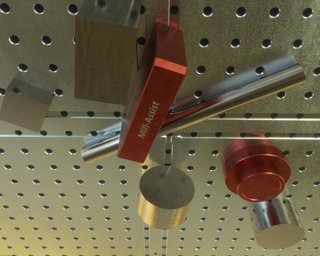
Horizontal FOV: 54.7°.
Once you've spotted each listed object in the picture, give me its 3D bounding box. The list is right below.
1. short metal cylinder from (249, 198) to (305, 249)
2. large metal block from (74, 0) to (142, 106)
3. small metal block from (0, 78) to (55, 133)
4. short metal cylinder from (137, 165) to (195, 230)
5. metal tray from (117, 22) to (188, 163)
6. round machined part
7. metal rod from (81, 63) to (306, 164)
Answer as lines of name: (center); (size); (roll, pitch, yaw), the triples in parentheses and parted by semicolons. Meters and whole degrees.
short metal cylinder: (0.202, 0.168, 0.540); (0.081, 0.050, 0.079); (0, 130, 0)
large metal block: (-0.050, -0.081, 0.306); (0.050, 0.080, 0.079); (8, 130, -7)
small metal block: (-0.166, -0.027, 0.387); (0.050, 0.025, 0.050); (22, 127, -18)
short metal cylinder: (0.007, 0.102, 0.463); (0.081, 0.080, 0.050); (6, 130, -5)
metal tray: (-0.012, -0.036, 0.337); (0.030, 0.090, 0.129); (15, 128, -13)
round machined part: (0.147, 0.075, 0.465); (0.099, 0.042, 0.097); (0, 130, 0)
metal rod: (0.029, -0.013, 0.400); (0.300, 0.025, 0.025); (-21, 127, 16)
